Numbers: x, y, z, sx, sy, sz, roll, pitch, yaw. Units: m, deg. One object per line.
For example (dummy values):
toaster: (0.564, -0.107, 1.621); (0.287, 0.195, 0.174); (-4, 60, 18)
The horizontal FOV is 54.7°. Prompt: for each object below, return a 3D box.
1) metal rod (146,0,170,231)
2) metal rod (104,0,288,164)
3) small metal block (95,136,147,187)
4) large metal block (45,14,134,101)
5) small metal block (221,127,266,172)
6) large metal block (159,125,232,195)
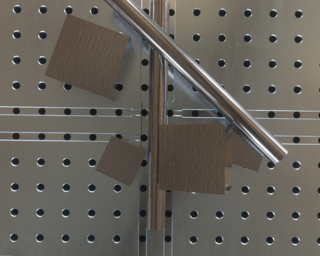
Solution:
metal rod: (-0.003, -0.016, 0.413); (0.025, 0.025, 0.298); (1, 90, 0)
metal rod: (0.043, -0.068, 0.387); (0.300, 0.025, 0.025); (44, 90, -1)
small metal block: (-0.050, 0.043, 0.413); (0.050, 0.025, 0.050); (26, 90, 0)
large metal block: (-0.088, -0.088, 0.400); (0.080, 0.050, 0.080); (20, 90, 0)
small metal block: (0.112, 0.026, 0.414); (0.050, 0.025, 0.050); (19, 90, 0)
large metal block: (0.046, 0.036, 0.388); (0.080, 0.050, 0.080); (0, 90, 22)
